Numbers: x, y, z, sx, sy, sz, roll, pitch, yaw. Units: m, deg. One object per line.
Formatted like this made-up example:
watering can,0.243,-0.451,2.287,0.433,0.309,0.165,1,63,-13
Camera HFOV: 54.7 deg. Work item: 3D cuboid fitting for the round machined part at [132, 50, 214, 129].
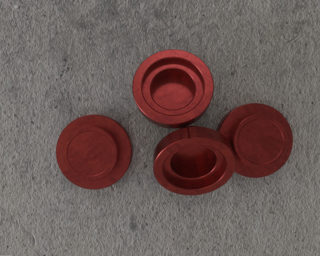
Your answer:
round machined part,0.017,-0.046,0.394,0.099,0.042,0.098,0,75,2

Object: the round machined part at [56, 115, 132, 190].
round machined part,-0.086,0.031,0.401,0.099,0.042,0.097,0,90,0

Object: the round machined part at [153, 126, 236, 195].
round machined part,0.041,0.036,0.386,0.099,0.042,0.097,-1,128,-1

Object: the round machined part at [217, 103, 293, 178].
round machined part,0.124,0.016,0.402,0.099,0.042,0.097,0,90,0
